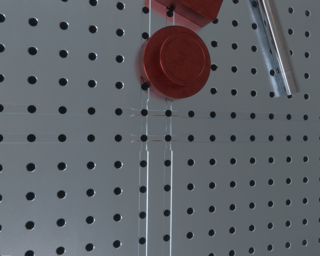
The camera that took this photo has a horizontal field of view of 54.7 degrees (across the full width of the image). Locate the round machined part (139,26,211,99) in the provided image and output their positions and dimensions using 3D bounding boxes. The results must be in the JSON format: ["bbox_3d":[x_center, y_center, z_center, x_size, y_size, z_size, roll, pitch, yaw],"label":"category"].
[{"bbox_3d":[0.025,-0.088,0.412,0.099,0.042,0.097,0,90,-20],"label":"round machined part"}]

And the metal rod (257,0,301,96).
[{"bbox_3d":[0.161,-0.195,0.471,0.025,0.025,0.298,-22,97,-19],"label":"metal rod"}]

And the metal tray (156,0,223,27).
[{"bbox_3d":[0.054,-0.221,0.429,0.090,0.030,0.130,24,82,-19],"label":"metal tray"}]
